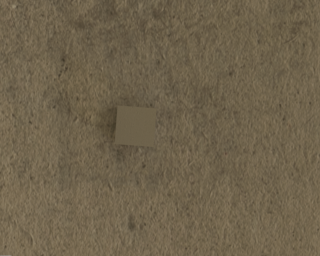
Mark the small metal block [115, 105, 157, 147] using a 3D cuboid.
[{"bbox_3d":[-0.031,-0.002,0.410,0.050,0.025,0.050,4,90,-1],"label":"small metal block"}]
